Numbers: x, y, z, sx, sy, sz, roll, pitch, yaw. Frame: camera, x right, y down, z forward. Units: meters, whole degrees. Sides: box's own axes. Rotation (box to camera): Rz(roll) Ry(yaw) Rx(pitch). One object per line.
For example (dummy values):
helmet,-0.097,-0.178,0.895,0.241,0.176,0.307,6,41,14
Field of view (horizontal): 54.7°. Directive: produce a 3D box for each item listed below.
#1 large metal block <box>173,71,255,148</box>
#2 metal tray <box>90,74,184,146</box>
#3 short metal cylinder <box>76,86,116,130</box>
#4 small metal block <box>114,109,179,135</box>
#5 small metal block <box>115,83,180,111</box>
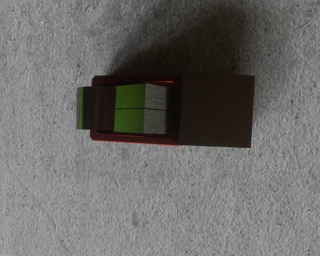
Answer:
large metal block,0.060,-0.020,0.360,0.081,0.050,0.079,3,91,-6
metal tray,-0.029,-0.025,0.417,0.130,0.030,0.089,2,91,19
short metal cylinder,-0.063,-0.023,0.390,0.080,0.080,0.050,1,91,20
small metal block,-0.015,-0.007,0.346,0.050,0.050,0.025,3,90,46
small metal block,-0.014,-0.033,0.346,0.050,0.050,0.025,3,90,46
